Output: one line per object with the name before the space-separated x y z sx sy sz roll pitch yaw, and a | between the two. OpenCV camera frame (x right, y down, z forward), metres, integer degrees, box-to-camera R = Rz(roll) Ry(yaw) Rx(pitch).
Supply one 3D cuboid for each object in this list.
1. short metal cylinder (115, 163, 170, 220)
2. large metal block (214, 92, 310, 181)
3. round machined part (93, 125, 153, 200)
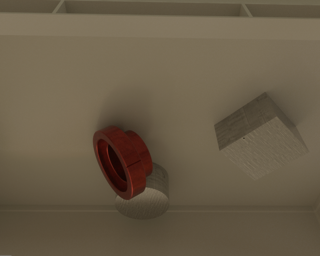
short metal cylinder | -0.026 0.096 0.474 0.081 0.050 0.079 0 130 0
large metal block | 0.131 0.013 0.406 0.080 0.050 0.080 -36 122 26
round machined part | -0.046 0.041 0.409 0.042 0.098 0.097 -25 138 -29
